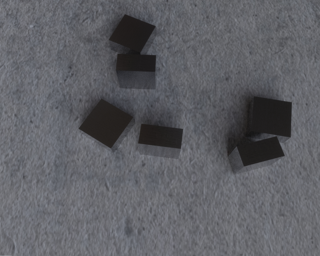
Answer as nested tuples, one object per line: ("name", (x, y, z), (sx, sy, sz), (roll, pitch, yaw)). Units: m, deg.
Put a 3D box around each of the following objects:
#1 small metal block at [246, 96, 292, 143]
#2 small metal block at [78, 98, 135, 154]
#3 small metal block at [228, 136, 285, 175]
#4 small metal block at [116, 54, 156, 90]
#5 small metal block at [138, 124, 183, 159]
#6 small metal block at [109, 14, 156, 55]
("small metal block", (0.145, -0.011, 0.414), (0.050, 0.025, 0.050), (9, 70, 3))
("small metal block", (-0.069, -0.002, 0.408), (0.050, 0.025, 0.050), (31, 73, 10))
("small metal block", (0.117, 0.035, 0.383), (0.050, 0.050, 0.025), (-14, 71, -5))
("small metal block", (-0.031, -0.076, 0.422), (0.050, 0.050, 0.025), (2, 70, 0))
("small metal block", (0.001, 0.018, 0.388), (0.050, 0.050, 0.025), (7, 70, 2))
("small metal block", (-0.040, -0.132, 0.456), (0.050, 0.025, 0.050), (24, 72, 8))
